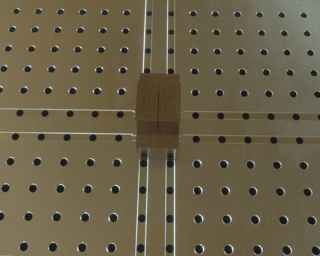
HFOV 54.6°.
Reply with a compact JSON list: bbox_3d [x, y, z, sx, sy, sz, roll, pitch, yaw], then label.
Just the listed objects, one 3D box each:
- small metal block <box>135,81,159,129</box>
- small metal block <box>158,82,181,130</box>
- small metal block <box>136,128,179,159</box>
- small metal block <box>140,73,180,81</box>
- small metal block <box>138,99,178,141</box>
[{"bbox_3d":[-0.015,-0.023,0.380,0.025,0.050,0.050,2,70,1],"label":"small metal block"},{"bbox_3d":[0.012,-0.023,0.380,0.025,0.050,0.050,1,70,2],"label":"small metal block"},{"bbox_3d":[-0.003,0.021,0.391,0.050,0.050,0.025,1,70,1],"label":"small metal block"},{"bbox_3d":[-0.001,-0.050,0.416,0.050,0.050,0.025,2,70,1],"label":"small metal block"},{"bbox_3d":[-0.002,-0.010,0.415,0.050,0.025,0.050,1,70,2],"label":"small metal block"}]
